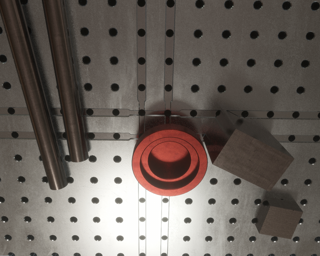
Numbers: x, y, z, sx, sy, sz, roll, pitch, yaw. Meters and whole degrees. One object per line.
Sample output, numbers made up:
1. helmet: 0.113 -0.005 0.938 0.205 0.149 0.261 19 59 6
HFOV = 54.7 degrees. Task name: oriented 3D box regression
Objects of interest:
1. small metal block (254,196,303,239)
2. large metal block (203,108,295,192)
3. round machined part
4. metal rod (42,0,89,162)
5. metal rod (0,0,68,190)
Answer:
1. small metal block: 0.178 0.135 0.466 0.050 0.025 0.050 12 110 -5
2. large metal block: 0.108 0.025 0.395 0.080 0.080 0.050 26 108 -10
3. round machined part: 0.012 0.039 0.419 0.099 0.042 0.097 0 110 -1
4. metal rod: -0.120 -0.098 0.375 0.025 0.025 0.298 -3 110 1
5. metal rod: -0.162 -0.057 0.390 0.025 0.025 0.298 -7 110 2
